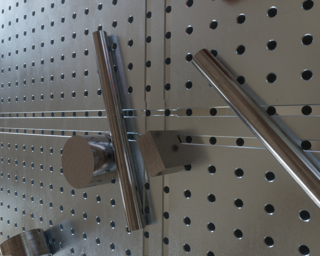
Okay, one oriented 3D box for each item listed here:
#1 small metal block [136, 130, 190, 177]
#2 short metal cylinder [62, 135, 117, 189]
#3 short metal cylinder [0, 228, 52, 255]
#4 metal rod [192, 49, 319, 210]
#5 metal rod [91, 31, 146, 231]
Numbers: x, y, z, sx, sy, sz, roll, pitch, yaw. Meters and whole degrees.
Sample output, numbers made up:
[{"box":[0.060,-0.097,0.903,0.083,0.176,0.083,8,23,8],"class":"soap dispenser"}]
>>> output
[{"box":[0.004,0.031,0.388,0.025,0.050,0.050,-37,68,34],"class":"small metal block"},{"box":[-0.107,0.050,0.479,0.080,0.050,0.079,0,90,39],"class":"short metal cylinder"},{"box":[-0.249,0.230,0.576,0.080,0.081,0.050,-44,64,31],"class":"short metal cylinder"},{"box":[0.126,0.026,0.304,0.025,0.025,0.299,-50,61,28],"class":"metal rod"},{"box":[-0.063,-0.003,0.459,0.025,0.025,0.299,-20,77,38],"class":"metal rod"}]
